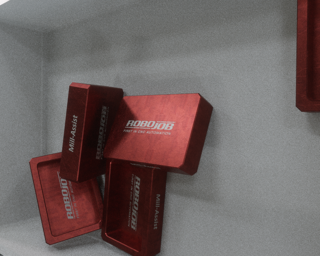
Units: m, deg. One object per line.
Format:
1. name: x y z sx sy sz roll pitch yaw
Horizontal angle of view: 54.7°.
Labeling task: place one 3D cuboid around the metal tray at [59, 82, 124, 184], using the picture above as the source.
1. metal tray: -0.094 0.004 0.439 0.030 0.090 0.129 11 98 21

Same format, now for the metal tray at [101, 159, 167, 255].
1. metal tray: -0.038 0.105 0.435 0.090 0.030 0.129 8 95 39

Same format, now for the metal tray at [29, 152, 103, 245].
1. metal tray: -0.142 0.102 0.479 0.030 0.091 0.129 -46 58 62

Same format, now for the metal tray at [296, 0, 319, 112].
1. metal tray: 0.168 -0.079 0.264 0.090 0.030 0.129 1 91 40

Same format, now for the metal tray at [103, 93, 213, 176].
1. metal tray: -0.006 0.005 0.387 0.130 0.030 0.090 3 69 40
